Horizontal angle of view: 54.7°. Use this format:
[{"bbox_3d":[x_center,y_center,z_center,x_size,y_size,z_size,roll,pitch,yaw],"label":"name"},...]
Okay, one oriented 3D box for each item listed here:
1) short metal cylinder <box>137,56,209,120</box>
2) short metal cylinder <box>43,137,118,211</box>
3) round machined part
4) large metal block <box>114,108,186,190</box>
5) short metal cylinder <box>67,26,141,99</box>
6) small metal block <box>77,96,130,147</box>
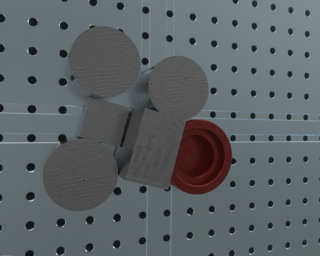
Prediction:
[{"bbox_3d":[0.016,-0.049,0.405,0.081,0.050,0.080,0,90,-20],"label":"short metal cylinder"},{"bbox_3d":[-0.094,0.051,0.364,0.081,0.050,0.080,0,90,-20],"label":"short metal cylinder"},{"bbox_3d":[0.044,0.037,0.420,0.099,0.042,0.097,0,90,-20],"label":"round machined part"},{"bbox_3d":[-0.017,0.023,0.374,0.050,0.080,0.080,17,85,-19],"label":"large metal block"},{"bbox_3d":[-0.069,-0.075,0.373,0.081,0.050,0.080,0,90,-20],"label":"short metal cylinder"},{"bbox_3d":[-0.071,-0.007,0.386,0.050,0.025,0.050,16,85,-20],"label":"small metal block"}]
